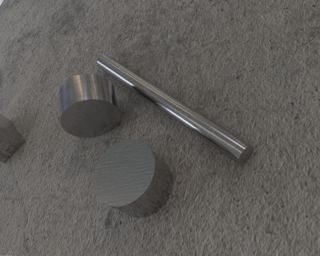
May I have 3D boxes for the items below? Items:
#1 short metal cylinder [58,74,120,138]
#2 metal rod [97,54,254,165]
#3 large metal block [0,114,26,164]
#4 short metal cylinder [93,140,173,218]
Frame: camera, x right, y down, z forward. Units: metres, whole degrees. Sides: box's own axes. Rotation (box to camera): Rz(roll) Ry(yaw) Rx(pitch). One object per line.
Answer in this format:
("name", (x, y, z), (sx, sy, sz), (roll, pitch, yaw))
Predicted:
("short metal cylinder", (-0.101, -0.030, 0.440), (0.080, 0.080, 0.050), (-27, 53, 12))
("metal rod", (-0.001, -0.041, 0.429), (0.025, 0.025, 0.300), (-48, 52, -6))
("large metal block", (-0.286, 0.004, 0.516), (0.050, 0.080, 0.080), (-49, 52, -6))
("short metal cylinder", (-0.031, 0.060, 0.367), (0.080, 0.050, 0.080), (-13, 56, 21))
